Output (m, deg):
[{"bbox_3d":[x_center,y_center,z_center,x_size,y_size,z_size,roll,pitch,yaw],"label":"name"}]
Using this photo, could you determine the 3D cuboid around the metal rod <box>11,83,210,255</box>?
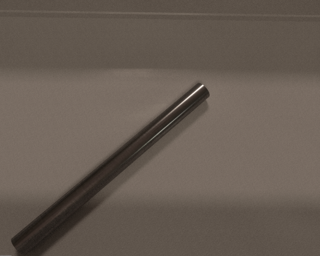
[{"bbox_3d":[-0.052,0.042,0.393,0.301,0.025,0.025,-40,75,-14],"label":"metal rod"}]
